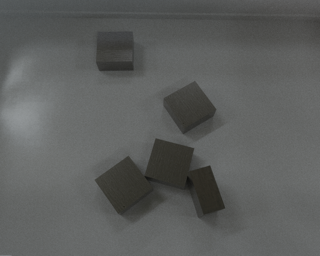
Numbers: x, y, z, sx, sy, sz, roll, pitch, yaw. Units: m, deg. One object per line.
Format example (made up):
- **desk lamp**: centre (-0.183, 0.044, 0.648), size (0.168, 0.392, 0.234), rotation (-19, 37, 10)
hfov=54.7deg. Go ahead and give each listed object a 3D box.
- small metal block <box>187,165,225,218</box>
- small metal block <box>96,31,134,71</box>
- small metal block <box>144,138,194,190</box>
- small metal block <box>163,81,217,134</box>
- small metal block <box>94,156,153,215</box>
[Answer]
- **small metal block**: centre (0.052, 0.077, 0.368), size (0.025, 0.050, 0.050), rotation (-15, 71, -6)
- **small metal block**: centre (-0.064, -0.111, 0.450), size (0.050, 0.025, 0.050), rotation (-1, 70, -1)
- **small metal block**: centre (0.012, 0.046, 0.393), size (0.050, 0.025, 0.050), rotation (15, 71, 5)
- **small metal block**: centre (0.039, -0.028, 0.420), size (0.050, 0.025, 0.050), rotation (-30, 73, -11)
- **small metal block**: centre (-0.044, 0.071, 0.383), size (0.050, 0.025, 0.050), rotation (-36, 74, -12)
